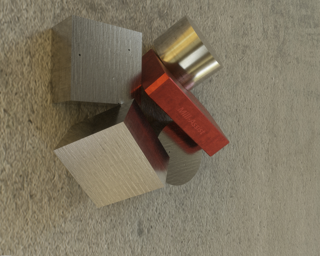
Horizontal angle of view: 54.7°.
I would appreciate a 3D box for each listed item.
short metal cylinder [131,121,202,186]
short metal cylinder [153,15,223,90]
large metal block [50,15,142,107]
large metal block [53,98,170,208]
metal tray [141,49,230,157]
[{"bbox_3d":[0.008,0.030,0.398,0.081,0.050,0.080,0,90,-40],"label":"short metal cylinder"},{"bbox_3d":[0.037,-0.095,0.394,0.080,0.050,0.080,46,22,-24],"label":"short metal cylinder"},{"bbox_3d":[-0.067,-0.065,0.331,0.081,0.050,0.080,1,90,-40],"label":"large metal block"},{"bbox_3d":[-0.046,0.027,0.323,0.080,0.080,0.050,60,21,-23],"label":"large metal block"},{"bbox_3d":[0.027,-0.031,0.388,0.030,0.090,0.130,-40,122,12],"label":"metal tray"}]
